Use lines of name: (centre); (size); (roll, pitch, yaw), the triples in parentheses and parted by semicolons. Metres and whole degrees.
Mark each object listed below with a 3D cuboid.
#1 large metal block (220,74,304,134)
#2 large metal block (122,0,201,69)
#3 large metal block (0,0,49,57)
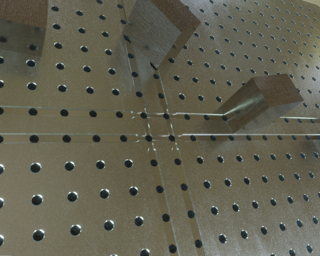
large metal block: (0.155, -0.037, 0.478); (0.081, 0.080, 0.050); (-11, 68, -33)
large metal block: (0.000, -0.151, 0.464); (0.080, 0.080, 0.050); (47, 51, 5)
large metal block: (-0.183, -0.142, 0.380); (0.081, 0.050, 0.080); (7, 59, -25)
